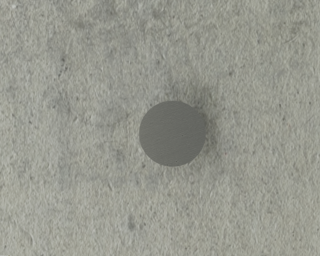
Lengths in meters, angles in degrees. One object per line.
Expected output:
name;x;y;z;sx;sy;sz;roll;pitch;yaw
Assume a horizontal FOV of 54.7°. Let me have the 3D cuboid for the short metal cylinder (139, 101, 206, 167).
short metal cylinder;0.015;0.007;0.398;0.081;0.050;0.079;0;90;-1
